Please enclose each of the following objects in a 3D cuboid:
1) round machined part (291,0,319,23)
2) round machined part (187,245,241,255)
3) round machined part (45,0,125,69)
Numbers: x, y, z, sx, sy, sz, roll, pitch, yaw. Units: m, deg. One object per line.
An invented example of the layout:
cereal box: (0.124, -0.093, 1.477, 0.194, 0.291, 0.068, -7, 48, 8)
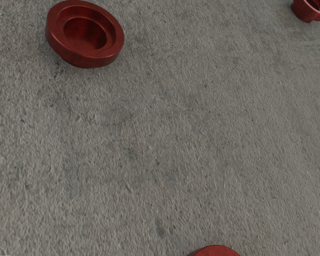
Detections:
round machined part: (0.370, -0.303, 0.777, 0.099, 0.042, 0.098, 14, 56, -21)
round machined part: (0.067, 0.173, 0.323, 0.099, 0.042, 0.098, 14, 56, -21)
round machined part: (-0.100, -0.118, 0.411, 0.099, 0.042, 0.098, 14, 56, -21)
